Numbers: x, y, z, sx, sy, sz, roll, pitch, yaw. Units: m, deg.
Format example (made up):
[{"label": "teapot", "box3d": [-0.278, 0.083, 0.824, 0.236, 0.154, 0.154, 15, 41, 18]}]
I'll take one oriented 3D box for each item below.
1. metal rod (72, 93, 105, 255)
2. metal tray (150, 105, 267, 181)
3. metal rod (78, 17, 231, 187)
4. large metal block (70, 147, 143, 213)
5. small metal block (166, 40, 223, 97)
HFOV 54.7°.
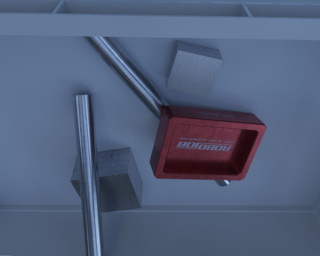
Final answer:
[{"label": "metal rod", "box3d": [-0.091, 0.103, 0.410, 0.025, 0.025, 0.298, -1, 103, 0]}, {"label": "metal tray", "box3d": [0.060, 0.022, 0.398, 0.131, 0.030, 0.089, 4, 119, -18]}, {"label": "metal rod", "box3d": [0.012, -0.013, 0.398, 0.025, 0.025, 0.300, -29, 125, 22]}, {"label": "large metal block", "box3d": [-0.075, 0.079, 0.459, 0.080, 0.050, 0.080, -9, 130, 7]}, {"label": "small metal block", "box3d": [0.037, -0.067, 0.353, 0.050, 0.025, 0.050, 10, 129, -9]}]
